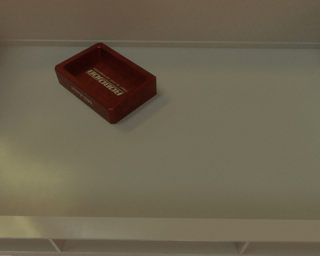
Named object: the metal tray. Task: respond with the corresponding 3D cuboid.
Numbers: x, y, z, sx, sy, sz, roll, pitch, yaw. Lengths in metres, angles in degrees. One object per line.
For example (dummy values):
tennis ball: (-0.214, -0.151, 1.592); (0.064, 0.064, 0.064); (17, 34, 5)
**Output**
metal tray: (-0.080, -0.071, 0.461); (0.130, 0.030, 0.090); (36, 59, 26)
